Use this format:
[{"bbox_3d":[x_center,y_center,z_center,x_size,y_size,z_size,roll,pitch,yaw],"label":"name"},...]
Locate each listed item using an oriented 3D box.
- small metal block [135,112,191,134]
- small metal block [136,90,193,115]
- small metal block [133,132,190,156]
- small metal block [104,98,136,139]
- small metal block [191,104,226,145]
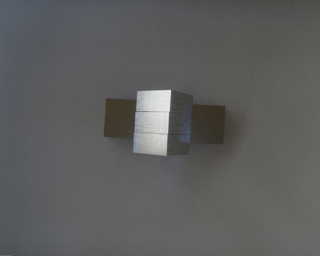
[{"bbox_3d":[0.004,-0.006,0.387,0.050,0.050,0.025,2,90,36],"label":"small metal block"},{"bbox_3d":[0.006,-0.031,0.387,0.050,0.050,0.025,3,90,36],"label":"small metal block"},{"bbox_3d":[0.003,0.019,0.387,0.050,0.050,0.025,2,90,36],"label":"small metal block"},{"bbox_3d":[-0.045,-0.012,0.409,0.050,0.025,0.050,4,90,-1],"label":"small metal block"},{"bbox_3d":[0.058,-0.005,0.411,0.050,0.025,0.050,3,90,-1],"label":"small metal block"}]
